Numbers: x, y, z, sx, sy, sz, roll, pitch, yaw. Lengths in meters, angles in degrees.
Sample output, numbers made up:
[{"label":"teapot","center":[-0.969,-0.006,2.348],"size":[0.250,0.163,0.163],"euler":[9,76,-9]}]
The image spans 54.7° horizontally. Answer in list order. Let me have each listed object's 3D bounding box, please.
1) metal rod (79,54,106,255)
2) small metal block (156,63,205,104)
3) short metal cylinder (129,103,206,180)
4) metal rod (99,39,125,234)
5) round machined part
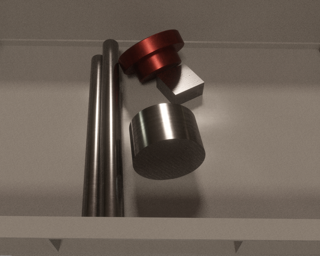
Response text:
[{"label":"metal rod","center":[-0.081,0.007,0.397],"size":[0.025,0.025,0.300],"euler":[-4,50,-4]},{"label":"small metal block","center":[0.029,-0.064,0.459],"size":[0.050,0.025,0.050],"euler":[-25,55,-20]},{"label":"short metal cylinder","center":[0.007,0.017,0.355],"size":[0.081,0.080,0.050],"euler":[-6,51,-6]},{"label":"metal rod","center":[-0.063,-0.017,0.396],"size":[0.025,0.025,0.300],"euler":[-4,50,-4]},{"label":"round machined part","center":[-0.008,-0.100,0.454],"size":[0.099,0.098,0.042],"euler":[-26,91,-21]}]
